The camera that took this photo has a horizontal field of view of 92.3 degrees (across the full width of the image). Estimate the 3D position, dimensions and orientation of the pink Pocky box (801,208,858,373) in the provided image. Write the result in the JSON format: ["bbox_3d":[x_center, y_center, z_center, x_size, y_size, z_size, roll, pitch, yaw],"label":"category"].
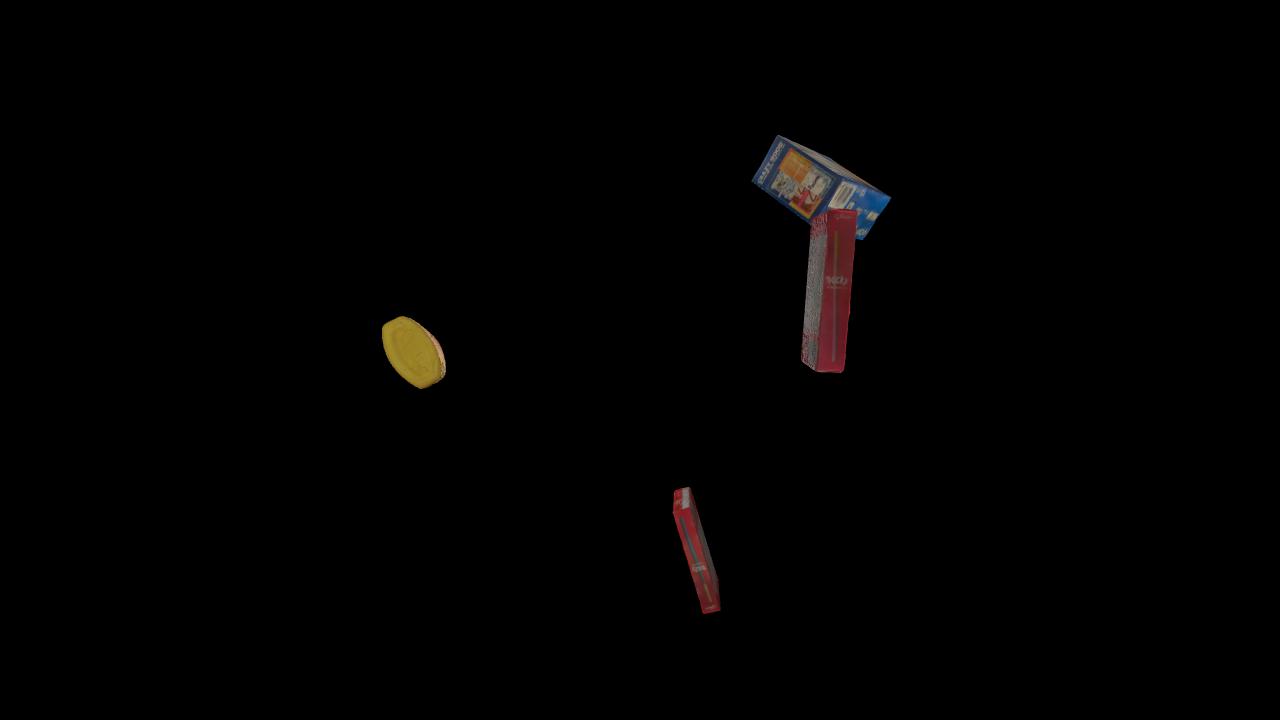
[{"bbox_3d":[0.187,-0.069,0.616,0.029,0.155,0.084,3,7,4],"label":"pink Pocky box"}]

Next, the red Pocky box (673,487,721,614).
[{"bbox_3d":[0.079,0.265,0.864,0.028,0.155,0.083,-16,6,6],"label":"red Pocky box"}]

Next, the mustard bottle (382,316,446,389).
[{"bbox_3d":[-0.290,-0.010,0.808,0.054,0.092,0.184,-37,9,-11],"label":"mustard bottle"}]

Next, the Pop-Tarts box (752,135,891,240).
[{"bbox_3d":[0.286,-0.268,0.968,0.167,0.083,0.141,-2,41,-46],"label":"Pop-Tarts box"}]
